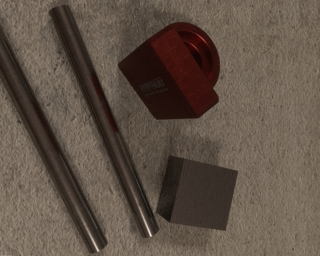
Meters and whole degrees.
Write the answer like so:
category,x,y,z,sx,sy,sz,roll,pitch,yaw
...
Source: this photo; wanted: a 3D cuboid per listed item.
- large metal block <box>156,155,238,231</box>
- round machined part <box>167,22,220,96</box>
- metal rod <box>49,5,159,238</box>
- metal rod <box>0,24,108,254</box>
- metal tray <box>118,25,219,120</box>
category,x,y,z,sx,sy,sz,roll,pitch,yaw
large metal block,0.049,0.086,0.415,0.081,0.050,0.080,15,85,-20
round machined part,0.026,-0.083,0.405,0.099,0.042,0.097,3,82,-27
metal rod,-0.066,-0.002,0.385,0.025,0.025,0.298,-24,98,-19
metal rod,-0.135,0.011,0.359,0.025,0.025,0.299,-27,99,-18
metal tray,0.003,-0.054,0.355,0.030,0.130,0.090,-39,103,-16
